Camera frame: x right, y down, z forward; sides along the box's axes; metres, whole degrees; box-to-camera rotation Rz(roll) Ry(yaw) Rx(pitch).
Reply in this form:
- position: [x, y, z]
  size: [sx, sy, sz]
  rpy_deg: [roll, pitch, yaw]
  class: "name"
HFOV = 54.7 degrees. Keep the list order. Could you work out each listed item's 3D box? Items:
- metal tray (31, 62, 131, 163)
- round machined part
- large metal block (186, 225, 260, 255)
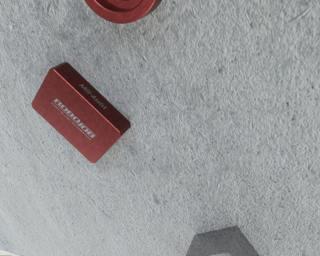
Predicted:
- position: [-0.117, -0.019, 0.451]
  size: [0.130, 0.030, 0.090]
  rpy_deg: [44, 129, -3]
  class: "metal tray"
- position: [-0.036, -0.160, 0.314]
  size: [0.098, 0.042, 0.097]
  rpy_deg: [13, 124, 20]
  class: "round machined part"
- position: [0.097, 0.200, 0.462]
  size: [0.080, 0.050, 0.080]
  rpy_deg: [-29, 103, 37]
  class: "large metal block"
